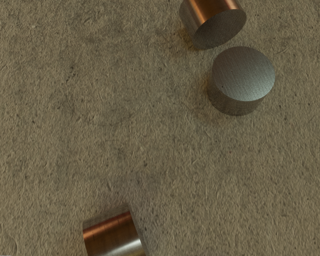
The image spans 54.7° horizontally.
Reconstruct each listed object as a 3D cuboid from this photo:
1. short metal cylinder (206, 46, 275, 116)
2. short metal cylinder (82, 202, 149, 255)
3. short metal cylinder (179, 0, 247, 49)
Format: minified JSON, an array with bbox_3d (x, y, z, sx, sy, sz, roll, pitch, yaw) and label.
[{"bbox_3d":[0.106,-0.062,0.418,0.081,0.050,0.080,0,70,0],"label":"short metal cylinder"},{"bbox_3d":[-0.044,0.127,0.332,0.050,0.080,0.080,-21,72,-8],"label":"short metal cylinder"},{"bbox_3d":[0.073,-0.157,0.436,0.080,0.080,0.050,-20,71,-7],"label":"short metal cylinder"}]
